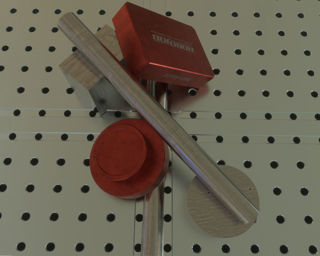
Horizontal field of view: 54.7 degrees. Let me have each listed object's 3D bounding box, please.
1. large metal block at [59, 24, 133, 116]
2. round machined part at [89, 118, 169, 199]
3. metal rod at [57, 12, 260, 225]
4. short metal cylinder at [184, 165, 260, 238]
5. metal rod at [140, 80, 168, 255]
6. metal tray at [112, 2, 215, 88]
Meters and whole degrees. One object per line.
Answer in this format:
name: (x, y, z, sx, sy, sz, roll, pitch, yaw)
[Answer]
large metal block: (-0.075, -0.073, 0.409, 0.050, 0.080, 0.080, 40, 75, 13)
round machined part: (-0.041, 0.033, 0.373, 0.098, 0.042, 0.098, -6, 69, 16)
metal rod: (-0.007, -0.016, 0.342, 0.025, 0.025, 0.300, -42, 83, -14)
short metal cylinder: (0.070, 0.088, 0.367, 0.081, 0.050, 0.080, 0, 70, 0)
metal rod: (-0.004, 0.015, 0.406, 0.025, 0.025, 0.299, 2, 70, 0)
metal tray: (0.008, -0.104, 0.405, 0.131, 0.030, 0.090, 1, 62, -45)
